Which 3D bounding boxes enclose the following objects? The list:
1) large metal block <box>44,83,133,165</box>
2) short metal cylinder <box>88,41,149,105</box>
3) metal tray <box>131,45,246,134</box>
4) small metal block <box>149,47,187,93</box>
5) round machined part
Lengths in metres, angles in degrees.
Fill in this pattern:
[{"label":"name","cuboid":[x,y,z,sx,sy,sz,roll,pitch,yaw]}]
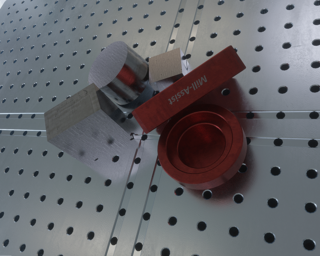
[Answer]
[{"label":"large metal block","cuboid":[-0.097,-0.003,0.425,0.080,0.080,0.050,-30,52,9]},{"label":"short metal cylinder","cuboid":[-0.061,-0.082,0.463,0.080,0.050,0.080,-22,53,32]},{"label":"metal tray","cuboid":[0.033,-0.044,0.377,0.130,0.090,0.030,-33,92,6]},{"label":"small metal block","cuboid":[0.012,-0.084,0.454,0.050,0.025,0.050,-15,56,19]},{"label":"round machined part","cuboid":[0.050,0.024,0.356,0.098,0.042,0.098,-13,56,21]}]
